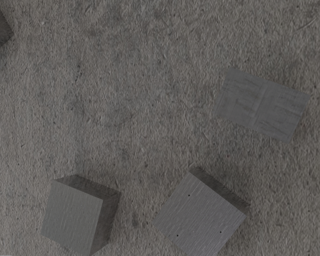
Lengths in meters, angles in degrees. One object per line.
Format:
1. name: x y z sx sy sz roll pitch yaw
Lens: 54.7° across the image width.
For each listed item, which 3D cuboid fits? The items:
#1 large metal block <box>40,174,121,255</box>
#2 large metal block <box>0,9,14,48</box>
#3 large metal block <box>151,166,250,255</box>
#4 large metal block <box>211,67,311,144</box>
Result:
1. large metal block: -0.110 0.119 0.435 0.080 0.050 0.080 17 96 19
2. large metal block: -0.299 -0.164 0.501 0.080 0.050 0.080 -35 79 16
3. large metal block: 0.050 0.105 0.378 0.080 0.050 0.080 37 102 16
4. large metal block: 0.110 -0.023 0.341 0.080 0.080 0.050 24 98 18
